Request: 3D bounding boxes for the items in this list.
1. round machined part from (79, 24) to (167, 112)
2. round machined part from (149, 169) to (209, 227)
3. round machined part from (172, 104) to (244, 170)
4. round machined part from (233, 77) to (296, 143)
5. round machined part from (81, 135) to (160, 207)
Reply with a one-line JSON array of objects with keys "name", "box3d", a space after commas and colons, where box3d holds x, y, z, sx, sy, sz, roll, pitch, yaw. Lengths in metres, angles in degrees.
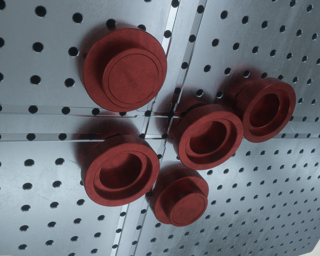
[{"name": "round machined part", "box3d": [-0.036, -0.060, 0.343, 0.099, 0.042, 0.097, -14, 124, -21]}, {"name": "round machined part", "box3d": [0.036, 0.117, 0.491, 0.099, 0.042, 0.097, -14, 124, -21]}, {"name": "round machined part", "box3d": [0.063, 0.008, 0.435, 0.099, 0.042, 0.097, -11, 126, -16]}, {"name": "round machined part", "box3d": [0.149, -0.030, 0.462, 0.099, 0.042, 0.097, -14, 125, -21]}, {"name": "round machined part", "box3d": [-0.053, 0.051, 0.402, 0.099, 0.042, 0.097, -14, 124, -21]}]
